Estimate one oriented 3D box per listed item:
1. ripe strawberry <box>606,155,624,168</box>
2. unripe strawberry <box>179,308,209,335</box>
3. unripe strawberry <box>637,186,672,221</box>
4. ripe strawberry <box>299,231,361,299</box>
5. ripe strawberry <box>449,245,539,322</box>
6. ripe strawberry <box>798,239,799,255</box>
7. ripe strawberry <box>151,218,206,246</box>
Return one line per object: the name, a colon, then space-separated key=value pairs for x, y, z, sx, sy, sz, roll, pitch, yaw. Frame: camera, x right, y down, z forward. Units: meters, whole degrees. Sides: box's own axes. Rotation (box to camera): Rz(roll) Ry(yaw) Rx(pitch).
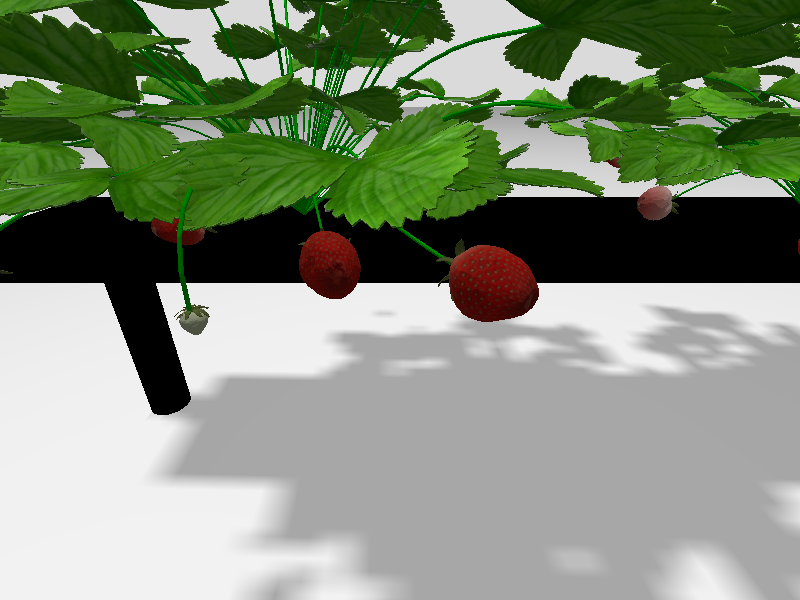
ripe strawberry: x=0.306 y=-0.204 z=0.559 sx=0.044 sy=0.039 sz=0.040 roll=-7 pitch=15 yaw=-12
unripe strawberry: x=-0.091 y=0.010 z=0.178 sx=0.011 sy=0.012 sz=0.012 roll=1 pitch=27 yaw=2
unripe strawberry: x=0.210 y=-0.080 z=0.332 sx=0.026 sy=0.027 sz=0.024 roll=-5 pitch=28 yaw=-5
ripe strawberry: x=-0.035 y=-0.016 z=0.200 sx=0.031 sy=0.035 sz=0.033 roll=-8 pitch=30 yaw=-15
ripe strawberry: x=0.043 y=-0.007 z=0.182 sx=0.040 sy=0.034 sz=0.040 roll=-18 pitch=33 yaw=-30
ripe strawberry: x=0.242 y=-0.029 z=0.217 sx=0.038 sy=0.043 sz=0.041 roll=21 pitch=35 yaw=35
ripe strawberry: x=-0.152 y=-0.051 z=0.273 sx=0.033 sy=0.030 sz=0.030 roll=20 pitch=34 yaw=33
